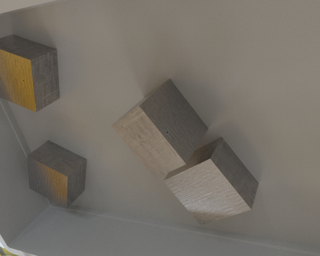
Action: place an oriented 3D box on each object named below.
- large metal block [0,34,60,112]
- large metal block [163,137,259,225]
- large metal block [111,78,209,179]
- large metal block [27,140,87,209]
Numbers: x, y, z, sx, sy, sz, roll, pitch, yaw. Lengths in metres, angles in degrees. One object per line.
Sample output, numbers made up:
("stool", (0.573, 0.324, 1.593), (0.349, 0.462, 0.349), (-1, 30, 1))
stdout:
("large metal block", (-0.196, -0.080, 0.447), (0.080, 0.050, 0.079), (21, 126, 16))
("large metal block", (0.066, 0.070, 0.401), (0.080, 0.050, 0.080), (-33, 100, 38))
("large metal block", (0.003, -0.001, 0.371), (0.050, 0.080, 0.080), (-32, 101, 38))
("large metal block", (-0.177, 0.080, 0.536), (0.080, 0.050, 0.079), (24, 127, 13))
